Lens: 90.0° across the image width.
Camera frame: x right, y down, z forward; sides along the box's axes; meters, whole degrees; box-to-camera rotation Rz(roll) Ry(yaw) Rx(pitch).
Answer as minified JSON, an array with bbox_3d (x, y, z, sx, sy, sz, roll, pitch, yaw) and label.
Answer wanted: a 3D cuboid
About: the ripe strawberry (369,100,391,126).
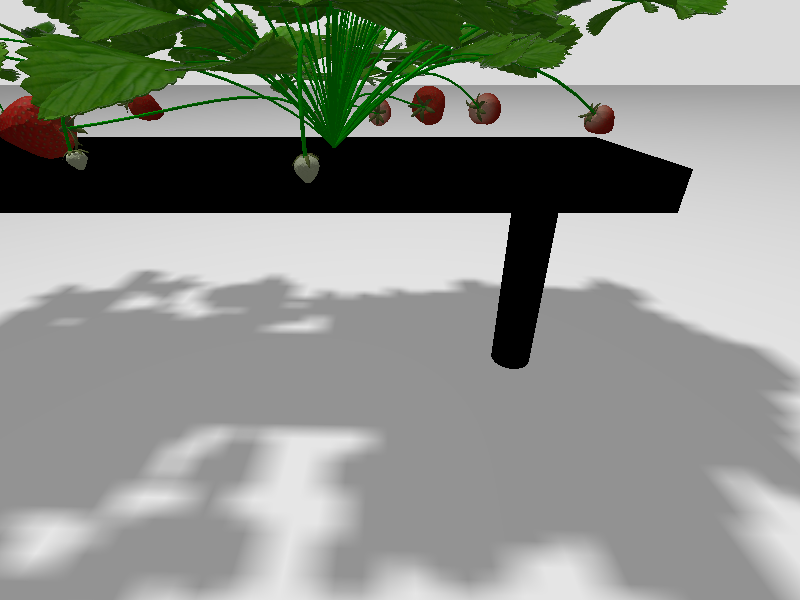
[{"bbox_3d":[-0.022,-0.214,0.455,0.025,0.029,0.027,6,30,11],"label":"ripe strawberry"}]

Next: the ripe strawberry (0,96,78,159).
[{"bbox_3d":[-0.261,-0.123,0.286,0.043,0.042,0.040,-6,30,-9],"label":"ripe strawberry"}]

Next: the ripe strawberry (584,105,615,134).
[{"bbox_3d":[0.195,-0.173,0.388,0.029,0.025,0.029,22,20,-28],"label":"ripe strawberry"}]

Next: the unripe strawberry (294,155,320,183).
[{"bbox_3d":[-0.040,-0.056,0.173,0.011,0.011,0.011,-2,30,-4],"label":"unripe strawberry"}]

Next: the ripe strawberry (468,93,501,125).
[{"bbox_3d":[0.099,-0.218,0.458,0.038,0.032,0.038,26,32,38],"label":"ripe strawberry"}]

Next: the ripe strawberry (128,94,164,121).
[{"bbox_3d":[-0.313,-0.238,0.494,0.037,0.031,0.037,26,11,37],"label":"ripe strawberry"}]

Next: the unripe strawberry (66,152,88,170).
[{"bbox_3d":[-0.190,-0.082,0.236,0.010,0.011,0.012,-21,36,-32],"label":"unripe strawberry"}]

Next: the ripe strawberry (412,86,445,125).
[{"bbox_3d":[0.037,-0.236,0.486,0.040,0.043,0.043,14,32,22],"label":"ripe strawberry"}]

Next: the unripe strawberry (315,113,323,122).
[{"bbox_3d":[-0.090,-0.202,0.443,0.011,0.011,0.010,-7,30,-13],"label":"unripe strawberry"}]

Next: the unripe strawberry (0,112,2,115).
[{"bbox_3d":[-0.439,-0.204,0.445,0.011,0.011,0.010,13,32,22],"label":"unripe strawberry"}]
